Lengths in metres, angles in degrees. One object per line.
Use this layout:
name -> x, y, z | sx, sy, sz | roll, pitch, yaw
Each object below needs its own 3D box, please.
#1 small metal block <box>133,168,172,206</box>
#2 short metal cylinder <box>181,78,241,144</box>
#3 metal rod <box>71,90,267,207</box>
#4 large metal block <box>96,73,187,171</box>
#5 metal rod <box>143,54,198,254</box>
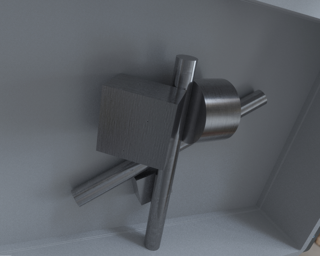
small metal block -> -0.012, 0.078, 0.450 | 0.050, 0.025, 0.050 | -20, 126, -17
short metal cylinder -> 0.055, -0.022, 0.388 | 0.050, 0.080, 0.079 | -5, 121, -28
metal rod -> 0.021, 0.023, 0.433 | 0.302, 0.025, 0.025 | -28, 128, -11
large metal block -> -0.021, -0.008, 0.350 | 0.080, 0.050, 0.079 | 16, 117, 9
metal rod -> 0.009, 0.053, 0.412 | 0.025, 0.025, 0.298 | -5, 120, -27
